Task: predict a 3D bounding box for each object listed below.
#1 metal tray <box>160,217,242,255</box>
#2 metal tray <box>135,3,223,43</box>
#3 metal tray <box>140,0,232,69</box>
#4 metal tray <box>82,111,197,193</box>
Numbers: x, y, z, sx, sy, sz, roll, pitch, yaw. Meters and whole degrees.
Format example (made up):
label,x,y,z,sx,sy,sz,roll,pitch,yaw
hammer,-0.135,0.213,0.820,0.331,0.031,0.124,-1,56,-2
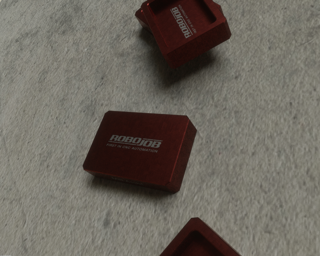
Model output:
label,x,y,z,sx,sy,sz,roll,pitch,yaw
metal tray,0.052,0.157,0.276,0.090,0.030,0.130,-48,52,-6
metal tray,0.028,-0.176,0.492,0.090,0.030,0.130,-40,51,0
metal tray,0.032,-0.153,0.437,0.090,0.030,0.130,-28,52,10
metal tray,-0.027,0.026,0.398,0.130,0.030,0.090,5,64,30
